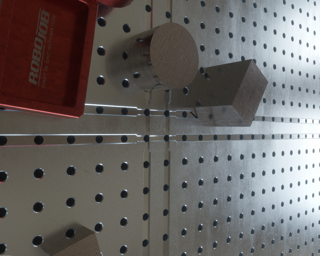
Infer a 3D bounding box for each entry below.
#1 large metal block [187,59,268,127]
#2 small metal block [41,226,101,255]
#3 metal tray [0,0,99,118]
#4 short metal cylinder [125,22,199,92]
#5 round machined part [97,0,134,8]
[{"bbox_3d":[0.100,-0.049,0.457,0.050,0.080,0.080,42,65,-32],"label":"large metal block"},{"bbox_3d":[-0.092,0.143,0.333,0.050,0.025,0.050,-20,103,-38],"label":"small metal block"},{"bbox_3d":[-0.116,-0.080,0.308,0.091,0.030,0.129,10,83,-40],"label":"metal tray"},{"bbox_3d":[0.003,-0.088,0.395,0.081,0.050,0.080,0,90,-40],"label":"short metal cylinder"},{"bbox_3d":[-0.054,-0.185,0.333,0.099,0.042,0.098,21,57,-37],"label":"round machined part"}]
